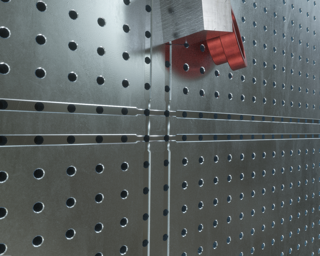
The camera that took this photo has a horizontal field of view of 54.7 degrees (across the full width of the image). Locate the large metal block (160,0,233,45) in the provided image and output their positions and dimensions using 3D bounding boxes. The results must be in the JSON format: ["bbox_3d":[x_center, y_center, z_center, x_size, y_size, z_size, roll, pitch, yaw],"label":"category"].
[{"bbox_3d":[0.045,-0.159,0.408,0.050,0.080,0.079,-9,96,-36],"label":"large metal block"}]

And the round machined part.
[{"bbox_3d":[0.095,-0.131,0.459,0.098,0.042,0.097,-15,90,-68],"label":"round machined part"}]
